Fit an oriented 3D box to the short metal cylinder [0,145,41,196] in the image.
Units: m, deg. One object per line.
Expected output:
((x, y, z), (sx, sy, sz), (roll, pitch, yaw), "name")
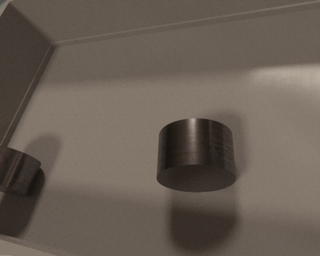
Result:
((-0.221, 0.062, 0.445), (0.080, 0.080, 0.050), (1, 62, 28), "short metal cylinder")

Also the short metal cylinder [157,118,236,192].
((0.038, 0.032, 0.330), (0.080, 0.080, 0.050), (-11, 57, 22), "short metal cylinder")
